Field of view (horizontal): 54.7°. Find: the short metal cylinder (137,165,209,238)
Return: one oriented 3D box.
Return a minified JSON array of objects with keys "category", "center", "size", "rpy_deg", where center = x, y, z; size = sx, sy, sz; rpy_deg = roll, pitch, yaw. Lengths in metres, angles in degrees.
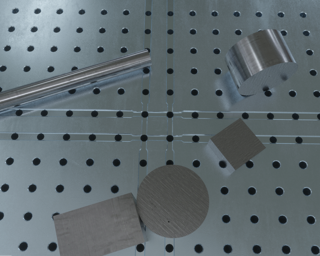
[{"category":"short metal cylinder","center":[0.014,0.088,0.366],"size":[0.081,0.050,0.080],"rpy_deg":[0,70,0]}]

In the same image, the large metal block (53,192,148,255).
[{"category":"large metal block","center":[-0.060,0.112,0.341],"size":[0.080,0.080,0.050],"rpy_deg":[-16,71,-6]}]

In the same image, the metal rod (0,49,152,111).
[{"category":"metal rod","center":[-0.158,-0.055,0.430],"size":[0.302,0.025,0.025],"rpy_deg":[-18,71,-7]}]

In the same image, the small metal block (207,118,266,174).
[{"category":"small metal block","center":[0.099,0.023,0.404],"size":[0.050,0.025,0.050],"rpy_deg":[-33,74,-12]}]

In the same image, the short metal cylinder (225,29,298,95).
[{"category":"short metal cylinder","center":[0.134,-0.085,0.414],"size":[0.081,0.080,0.050],"rpy_deg":[-16,71,-6]}]
